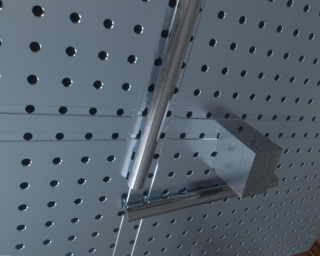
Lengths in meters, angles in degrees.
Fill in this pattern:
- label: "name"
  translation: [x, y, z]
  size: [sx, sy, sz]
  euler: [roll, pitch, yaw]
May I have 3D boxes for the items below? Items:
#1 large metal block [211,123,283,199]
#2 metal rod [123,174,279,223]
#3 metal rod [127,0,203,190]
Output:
- label: "large metal block"
  translation: [0.130, 0.048, 0.479]
  size: [0.050, 0.080, 0.079]
  euler: [-6, 121, -26]
- label: "metal rod"
  translation: [0.084, 0.115, 0.530]
  size: [0.303, 0.025, 0.025]
  euler: [-6, 121, -26]
- label: "metal rod"
  translation: [0.006, -0.050, 0.384]
  size: [0.025, 0.025, 0.298]
  euler: [3, 117, -30]
